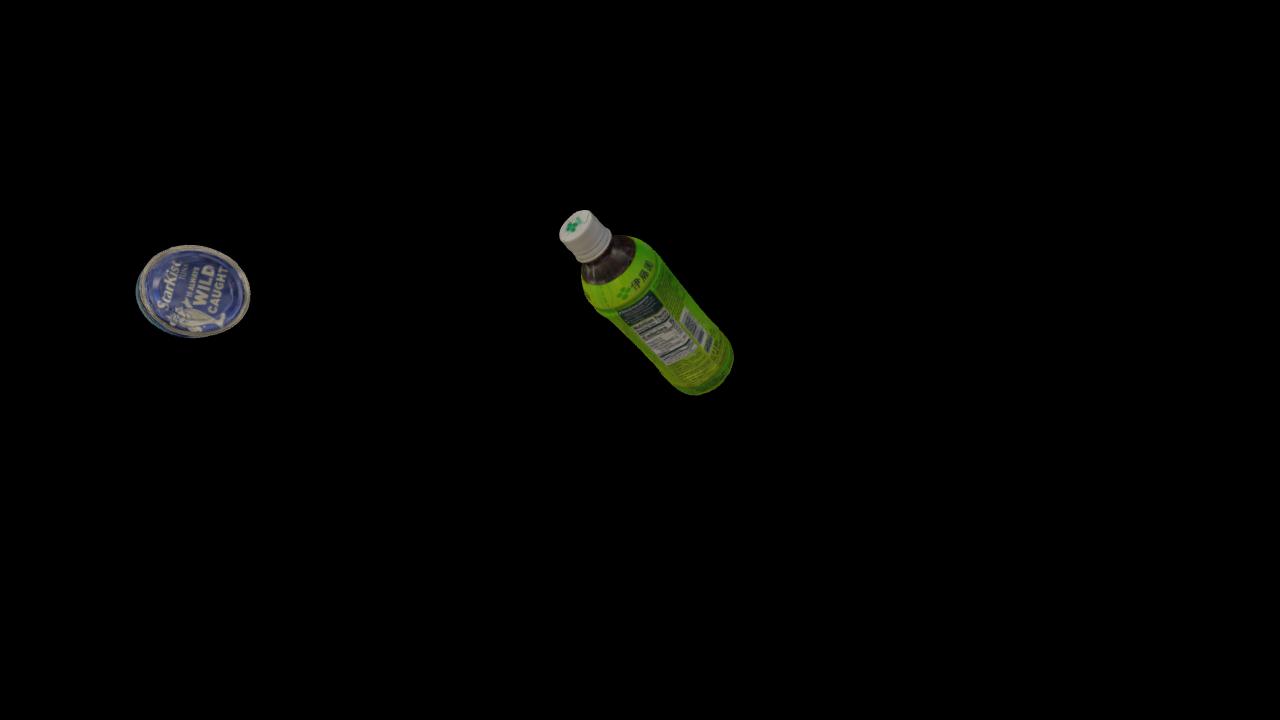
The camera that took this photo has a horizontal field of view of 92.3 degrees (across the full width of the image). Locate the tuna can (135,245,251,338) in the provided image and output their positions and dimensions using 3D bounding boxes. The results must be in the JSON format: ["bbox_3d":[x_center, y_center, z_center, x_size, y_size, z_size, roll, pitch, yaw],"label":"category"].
[{"bbox_3d":[-0.414,-0.063,0.571,0.034,0.084,0.084,-4,-3,44],"label":"tuna can"}]

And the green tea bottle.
[{"bbox_3d":[0.008,-0.046,0.519,0.073,0.073,0.212,0,-30,35],"label":"green tea bottle"}]
